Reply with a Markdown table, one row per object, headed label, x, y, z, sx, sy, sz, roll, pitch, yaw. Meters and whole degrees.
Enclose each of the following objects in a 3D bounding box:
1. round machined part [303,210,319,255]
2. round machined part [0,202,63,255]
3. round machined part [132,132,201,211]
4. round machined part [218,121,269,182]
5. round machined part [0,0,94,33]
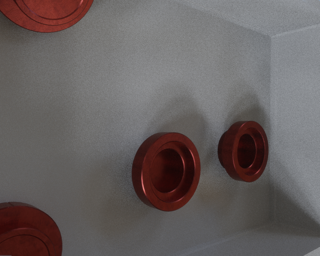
| label | x | y | z | sx | sy | sz | roll | pitch | yaw |
| --- | --- | --- | --- | --- | --- | --- | --- | --- | --- |
| round machined part | 0.358 | 0.233 | 0.699 | 0.099 | 0.042 | 0.097 | 0 | 90 | -40 |
| round machined part | -0.136 | 0.120 | 0.282 | 0.099 | 0.042 | 0.097 | 0 | 90 | -40 |
| round machined part | 0.004 | 0.054 | 0.398 | 0.099 | 0.042 | 0.097 | 0 | 90 | -40 |
| round machined part | 0.132 | 0.037 | 0.506 | 0.099 | 0.042 | 0.097 | 0 | 90 | -40 |
| round machined part | -0.102 | -0.133 | 0.279 | 0.099 | 0.042 | 0.097 | -22 | 137 | -23 |
